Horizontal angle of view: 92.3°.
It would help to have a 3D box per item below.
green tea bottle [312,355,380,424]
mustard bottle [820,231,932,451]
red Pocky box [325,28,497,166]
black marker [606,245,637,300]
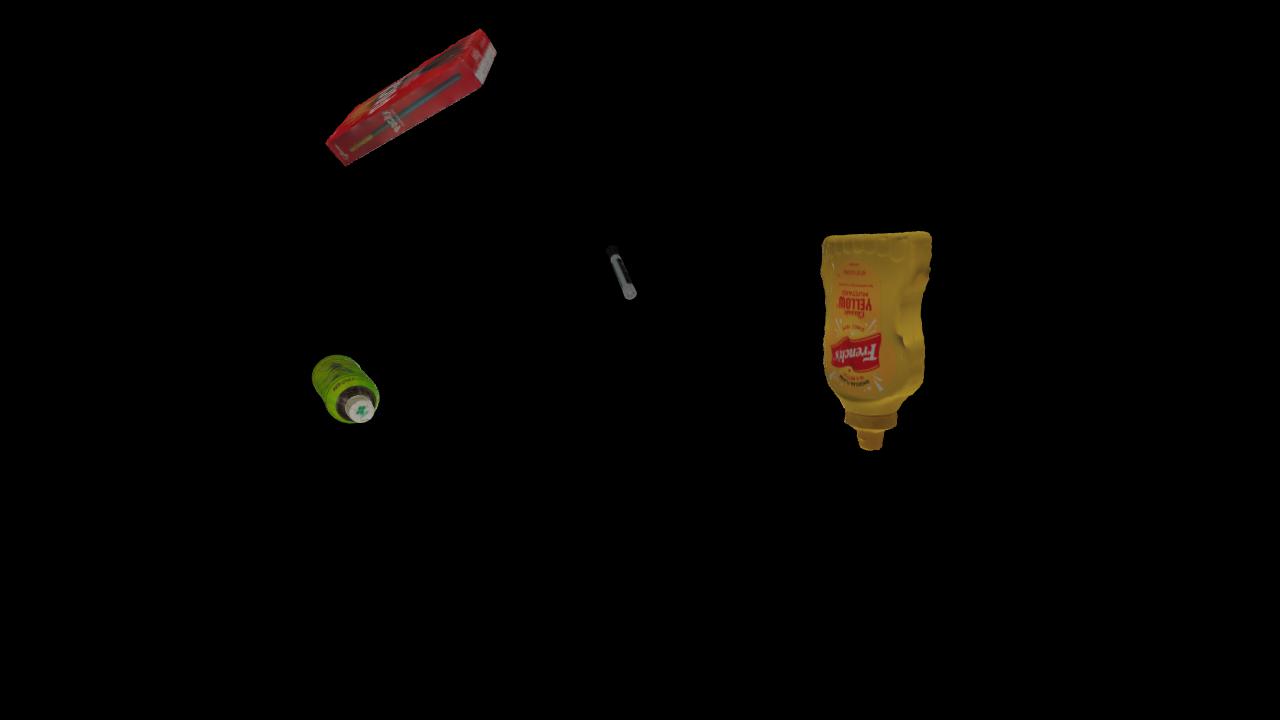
[{"bbox_3d":[-0.412,0.046,0.866,0.073,0.073,0.212,0,14,-35],"label":"green tea bottle"},{"bbox_3d":[0.195,-0.013,0.515,0.054,0.184,0.092,-11,13,-37],"label":"mustard bottle"},{"bbox_3d":[-0.202,-0.232,0.545,0.155,0.083,0.028,-21,-48,18],"label":"red Pocky box"},{"bbox_3d":[-0.029,-0.134,0.919,0.020,0.020,0.121,0,43,-21],"label":"black marker"}]
